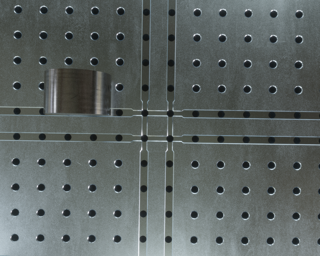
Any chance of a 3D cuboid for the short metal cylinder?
[{"bbox_3d":[-0.101,-0.042,0.385,0.080,0.080,0.050,1,90,0],"label":"short metal cylinder"}]
